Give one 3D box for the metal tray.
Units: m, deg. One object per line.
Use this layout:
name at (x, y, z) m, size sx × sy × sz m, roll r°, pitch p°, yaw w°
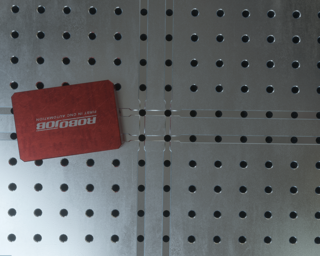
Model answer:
metal tray at (-0.119, -0.009, 0.409) m, size 0.131 × 0.030 × 0.089 m, roll -8°, pitch 90°, yaw -1°
